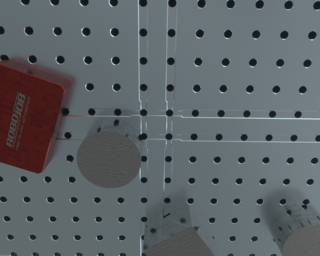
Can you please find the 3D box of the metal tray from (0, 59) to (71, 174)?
[{"bbox_3d":[-0.179,-0.013,0.404,0.091,0.030,0.129,19,109,-7],"label":"metal tray"}]

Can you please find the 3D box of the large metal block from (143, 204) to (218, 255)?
[{"bbox_3d":[0.032,0.176,0.465,0.080,0.050,0.080,-32,107,11],"label":"large metal block"}]

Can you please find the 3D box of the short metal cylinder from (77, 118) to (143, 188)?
[{"bbox_3d":[-0.064,0.032,0.411,0.081,0.050,0.079,0,110,0],"label":"short metal cylinder"}]

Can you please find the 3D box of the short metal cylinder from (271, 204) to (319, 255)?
[{"bbox_3d":[0.214,0.162,0.462,0.081,0.050,0.079,0,110,0],"label":"short metal cylinder"}]
